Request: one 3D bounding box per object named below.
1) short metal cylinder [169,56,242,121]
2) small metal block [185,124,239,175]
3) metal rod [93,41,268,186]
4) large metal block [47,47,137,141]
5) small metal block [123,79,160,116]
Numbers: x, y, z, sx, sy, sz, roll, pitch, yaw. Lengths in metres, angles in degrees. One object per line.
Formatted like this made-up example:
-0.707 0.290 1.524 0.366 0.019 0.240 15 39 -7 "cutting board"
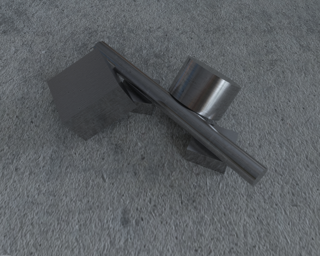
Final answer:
0.059 -0.052 0.407 0.080 0.050 0.080 28 18 -10 "short metal cylinder"
0.065 0.024 0.386 0.050 0.025 0.050 19 52 15 "small metal block"
0.007 -0.034 0.401 0.025 0.025 0.300 -34 58 -25 "metal rod"
-0.089 -0.044 0.403 0.080 0.050 0.080 -34 55 3 "large metal block"
-0.031 -0.047 0.444 0.050 0.025 0.050 10 51 7 "small metal block"
